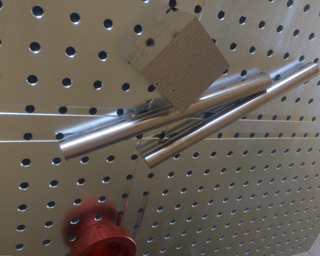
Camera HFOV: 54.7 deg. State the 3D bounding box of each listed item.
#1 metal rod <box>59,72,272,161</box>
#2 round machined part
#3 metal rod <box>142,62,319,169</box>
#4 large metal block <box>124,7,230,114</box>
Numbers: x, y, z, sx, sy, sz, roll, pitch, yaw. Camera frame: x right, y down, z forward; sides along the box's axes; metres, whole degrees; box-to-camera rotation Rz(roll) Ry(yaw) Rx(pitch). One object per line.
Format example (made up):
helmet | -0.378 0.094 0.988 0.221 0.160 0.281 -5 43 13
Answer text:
metal rod | 0.020 -0.021 0.410 0.302 0.025 0.025 -20 126 -17
round machined part | -0.089 0.183 0.467 0.099 0.042 0.097 -14 125 -21
metal rod | 0.111 -0.023 0.459 0.302 0.025 0.025 -28 128 -11
large metal block | 0.021 -0.077 0.360 0.080 0.050 0.080 -45 130 3
